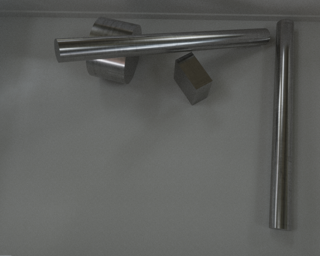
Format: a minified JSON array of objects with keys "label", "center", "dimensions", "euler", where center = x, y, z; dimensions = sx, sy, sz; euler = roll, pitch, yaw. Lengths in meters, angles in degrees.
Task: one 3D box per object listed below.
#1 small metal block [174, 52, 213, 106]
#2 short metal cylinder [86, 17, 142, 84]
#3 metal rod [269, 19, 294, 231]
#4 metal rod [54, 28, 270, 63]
[{"label":"small metal block","center":[0.043,-0.066,0.421],"dimensions":[0.025,0.050,0.050],"euler":[-29,73,-10]},{"label":"short metal cylinder","center":[-0.060,-0.104,0.418],"dimensions":[0.050,0.080,0.080],"euler":[14,71,5]},{"label":"metal rod","center":[0.166,-0.018,0.418],"dimensions":[0.025,0.025,0.299],"euler":[9,70,3]},{"label":"metal rod","center":[0.024,-0.109,0.394],"dimensions":[0.303,0.025,0.025],"euler":[-12,69,-27]}]
